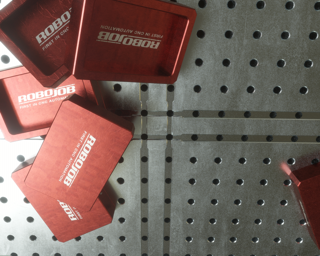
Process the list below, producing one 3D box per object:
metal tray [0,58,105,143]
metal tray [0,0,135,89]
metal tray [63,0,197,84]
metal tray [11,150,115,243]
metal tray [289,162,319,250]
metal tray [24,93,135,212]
[{"bbox_3d":[-0.145,-0.039,0.394,0.131,0.030,0.090,-12,110,4],"label":"metal tray"},{"bbox_3d":[-0.104,-0.117,0.341,0.130,0.030,0.090,-42,99,-5],"label":"metal tray"},{"bbox_3d":[-0.029,-0.096,0.334,0.131,0.030,0.089,-3,121,-36],"label":"metal tray"},{"bbox_3d":[-0.135,0.094,0.444,0.090,0.030,0.130,-25,108,8],"label":"metal tray"},{"bbox_3d":[0.255,0.109,0.453,0.090,0.030,0.130,-23,109,8],"label":"metal tray"},{"bbox_3d":[-0.101,0.034,0.390,0.090,0.030,0.129,28,108,-10],"label":"metal tray"}]
